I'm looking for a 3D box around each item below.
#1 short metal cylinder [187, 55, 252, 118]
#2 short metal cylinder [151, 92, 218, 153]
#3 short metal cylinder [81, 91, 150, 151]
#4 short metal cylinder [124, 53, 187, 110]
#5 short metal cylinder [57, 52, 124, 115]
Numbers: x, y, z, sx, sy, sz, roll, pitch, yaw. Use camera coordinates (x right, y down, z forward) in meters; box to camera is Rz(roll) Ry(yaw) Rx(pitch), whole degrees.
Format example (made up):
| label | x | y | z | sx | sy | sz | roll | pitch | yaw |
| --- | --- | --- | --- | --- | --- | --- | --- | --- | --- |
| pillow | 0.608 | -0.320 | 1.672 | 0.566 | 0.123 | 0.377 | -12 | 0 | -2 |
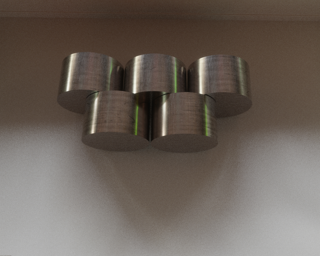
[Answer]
| label | x | y | z | sx | sy | sz | roll | pitch | yaw |
| --- | --- | --- | --- | --- | --- | --- | --- | --- | --- |
| short metal cylinder | 0.075 | -0.051 | 0.397 | 0.080 | 0.080 | 0.050 | 2 | 70 | 0 |
| short metal cylinder | 0.029 | -0.004 | 0.380 | 0.080 | 0.080 | 0.050 | 1 | 70 | 0 |
| short metal cylinder | -0.053 | -0.006 | 0.380 | 0.080 | 0.080 | 0.050 | 1 | 70 | 0 |
| short metal cylinder | -0.006 | -0.052 | 0.397 | 0.080 | 0.080 | 0.050 | 1 | 70 | 0 |
| short metal cylinder | -0.087 | -0.054 | 0.398 | 0.080 | 0.080 | 0.050 | 1 | 70 | 0 |
